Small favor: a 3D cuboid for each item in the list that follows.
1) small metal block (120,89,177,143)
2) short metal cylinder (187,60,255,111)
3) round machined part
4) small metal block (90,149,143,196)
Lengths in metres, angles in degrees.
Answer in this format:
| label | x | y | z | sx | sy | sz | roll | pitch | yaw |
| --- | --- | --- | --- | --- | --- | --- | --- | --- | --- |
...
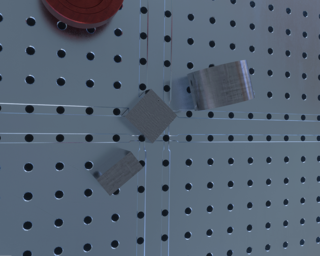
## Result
| label | x | y | z | sx | sy | sz | roll | pitch | yaw |
| --- | --- | --- | --- | --- | --- | --- | --- | --- | --- |
| small metal block | -0.015 | -0.015 | 0.408 | 0.050 | 0.025 | 0.050 | 45 | 76 | -15 |
| short metal cylinder | 0.081 | -0.056 | 0.415 | 0.081 | 0.080 | 0.050 | -15 | 96 | -20 |
| round machined part | -0.094 | -0.167 | 0.369 | 0.099 | 0.042 | 0.097 | 0 | 90 | -21 |
| small metal block | -0.054 | 0.052 | 0.380 | 0.050 | 0.050 | 0.025 | -39 | 103 | -16 |
